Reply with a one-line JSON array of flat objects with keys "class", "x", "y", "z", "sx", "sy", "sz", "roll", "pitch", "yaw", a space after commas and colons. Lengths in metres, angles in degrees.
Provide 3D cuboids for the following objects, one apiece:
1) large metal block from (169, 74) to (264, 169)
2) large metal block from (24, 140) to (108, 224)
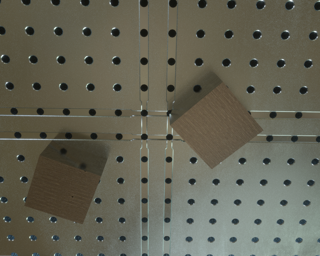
[{"class": "large metal block", "x": 0.069, "y": -0.009, "z": 0.397, "sx": 0.080, "sy": 0.050, "sz": 0.080, "roll": -40, "pitch": 106, "yaw": 13}, {"class": "large metal block", "x": -0.127, "y": 0.074, "z": 0.426, "sx": 0.080, "sy": 0.050, "sz": 0.080, "roll": 21, "pitch": 109, "yaw": -8}]
